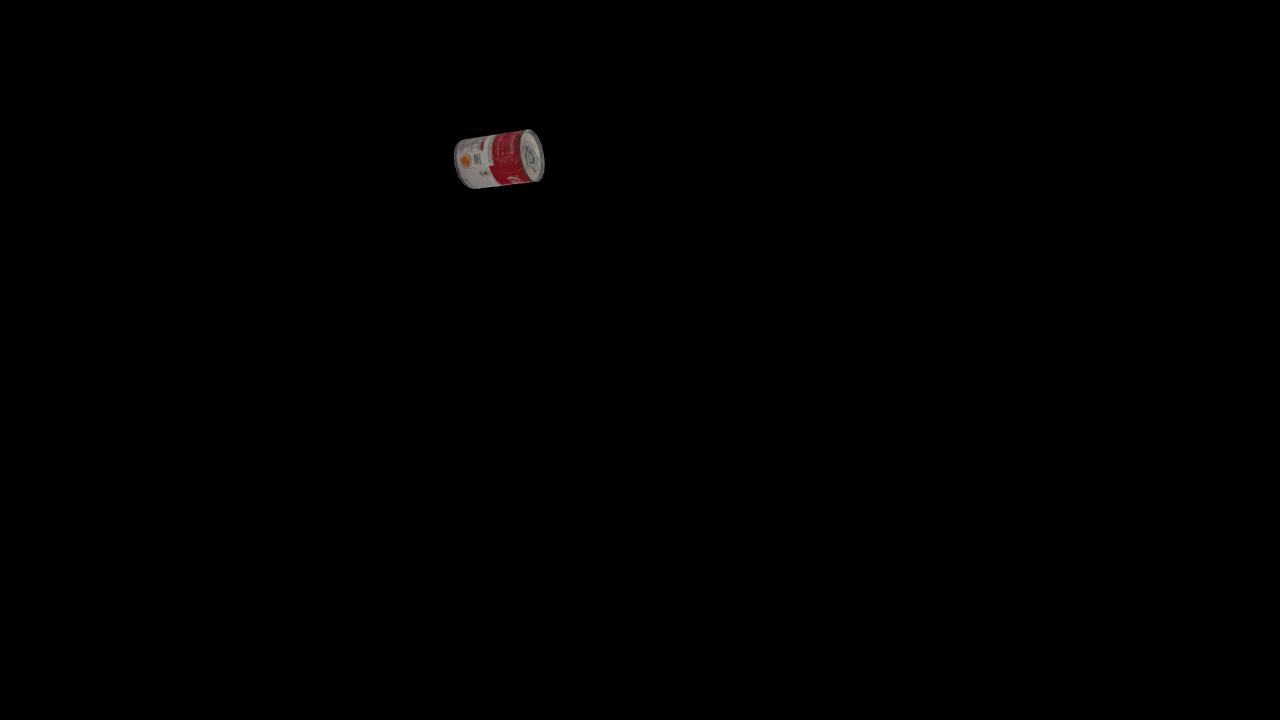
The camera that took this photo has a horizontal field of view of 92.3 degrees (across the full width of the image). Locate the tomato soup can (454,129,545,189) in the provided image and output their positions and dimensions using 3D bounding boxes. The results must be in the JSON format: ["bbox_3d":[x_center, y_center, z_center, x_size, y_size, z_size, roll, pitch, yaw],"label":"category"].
[{"bbox_3d":[-0.188,-0.268,0.824,0.101,0.068,0.068,-1,0,18],"label":"tomato soup can"}]
